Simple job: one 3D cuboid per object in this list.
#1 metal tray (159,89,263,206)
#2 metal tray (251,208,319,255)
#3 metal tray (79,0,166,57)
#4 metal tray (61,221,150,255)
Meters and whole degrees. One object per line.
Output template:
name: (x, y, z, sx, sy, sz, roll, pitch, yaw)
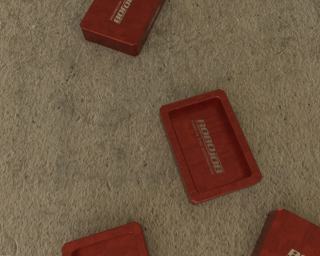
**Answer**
metal tray: (0.061, 0.022, 0.397, 0.091, 0.030, 0.130, -17, 71, -6)
metal tray: (0.173, 0.161, 0.348, 0.130, 0.030, 0.090, 27, 72, 9)
metal tray: (-0.051, -0.181, 0.471, 0.090, 0.030, 0.130, 20, 71, 7)
metal tray: (-0.048, 0.180, 0.339, 0.091, 0.030, 0.130, -16, 71, -6)
